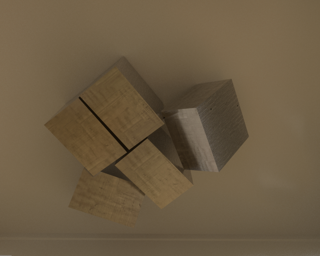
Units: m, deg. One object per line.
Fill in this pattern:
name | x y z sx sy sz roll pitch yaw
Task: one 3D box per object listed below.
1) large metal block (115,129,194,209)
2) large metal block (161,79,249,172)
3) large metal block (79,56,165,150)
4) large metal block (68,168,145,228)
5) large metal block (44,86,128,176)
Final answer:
large metal block | -0.006 0.041 0.395 0.050 0.080 0.080 -40 106 13
large metal block | 0.057 -0.004 0.373 0.050 0.080 0.080 -3 117 44
large metal block | -0.040 -0.033 0.367 0.050 0.080 0.080 -37 106 12
large metal block | -0.069 0.090 0.406 0.080 0.080 0.050 21 74 -8
large metal block | -0.082 -0.002 0.379 0.050 0.080 0.080 -36 107 12
